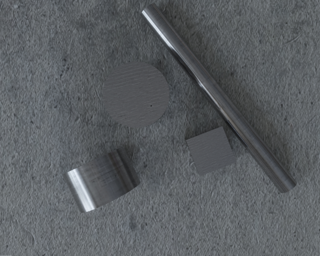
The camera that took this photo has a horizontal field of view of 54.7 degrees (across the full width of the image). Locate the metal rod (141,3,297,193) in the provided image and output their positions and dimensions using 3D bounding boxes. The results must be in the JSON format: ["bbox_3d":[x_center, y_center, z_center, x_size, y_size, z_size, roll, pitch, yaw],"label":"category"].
[{"bbox_3d":[0.077,-0.039,0.410,0.025,0.025,0.300,-38,90,0],"label":"metal rod"}]

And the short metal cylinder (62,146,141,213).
[{"bbox_3d":[-0.071,0.062,0.382,0.080,0.080,0.050,-25,90,0],"label":"short metal cylinder"}]

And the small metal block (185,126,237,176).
[{"bbox_3d":[0.066,0.030,0.411,0.050,0.025,0.050,-21,90,0],"label":"small metal block"}]

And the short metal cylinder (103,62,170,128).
[{"bbox_3d":[-0.029,-0.040,0.397,0.081,0.050,0.080,0,90,0],"label":"short metal cylinder"}]
